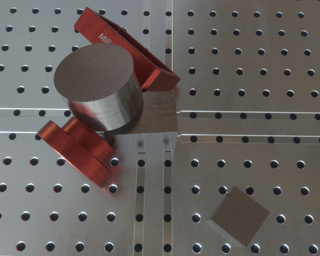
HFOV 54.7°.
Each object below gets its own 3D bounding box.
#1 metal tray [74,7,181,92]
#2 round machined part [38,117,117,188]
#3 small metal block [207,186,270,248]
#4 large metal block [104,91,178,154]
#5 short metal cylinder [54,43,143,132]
[{"bbox_3d":[-0.040,-0.099,0.411,0.130,0.090,0.030,43,105,14],"label":"metal tray"},{"bbox_3d":[-0.090,0.023,0.363,0.098,0.098,0.042,38,77,12],"label":"round machined part"},{"bbox_3d":[0.094,0.107,0.374,0.050,0.025,0.050,37,74,12],"label":"small metal block"},{"bbox_3d":[-0.022,-0.004,0.384,0.081,0.080,0.050,-3,70,-2],"label":"large metal block"},{"bbox_3d":[-0.062,-0.043,0.326,0.080,0.050,0.080,-4,55,6],"label":"short metal cylinder"}]
